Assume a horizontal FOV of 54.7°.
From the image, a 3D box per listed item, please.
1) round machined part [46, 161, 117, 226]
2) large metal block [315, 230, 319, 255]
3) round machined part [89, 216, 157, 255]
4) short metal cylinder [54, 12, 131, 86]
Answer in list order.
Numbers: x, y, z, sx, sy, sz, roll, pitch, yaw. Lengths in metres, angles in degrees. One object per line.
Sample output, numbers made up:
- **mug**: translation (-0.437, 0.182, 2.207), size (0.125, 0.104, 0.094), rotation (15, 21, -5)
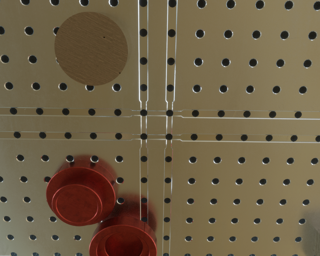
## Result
- **round machined part**: translation (-0.113, 0.099, 0.440), size (0.099, 0.042, 0.097), rotation (0, 110, 0)
- **large metal block**: translation (0.291, 0.202, 0.477), size (0.080, 0.050, 0.079), rotation (-6, 110, 2)
- **round machined part**: translation (-0.053, 0.173, 0.468), size (0.099, 0.042, 0.097), rotation (0, 110, 0)
- **short metal cylinder**: translation (-0.076, -0.094, 0.364), size (0.081, 0.050, 0.079), rotation (0, 110, 0)
